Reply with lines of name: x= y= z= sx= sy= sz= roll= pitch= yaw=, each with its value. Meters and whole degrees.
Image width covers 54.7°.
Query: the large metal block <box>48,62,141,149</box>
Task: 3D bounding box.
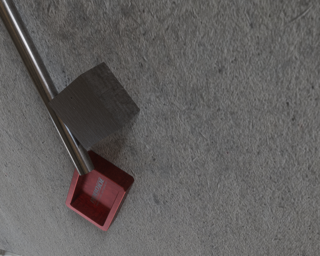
large metal block: x=-0.088 y=-0.029 z=0.418 sx=0.080 sy=0.050 sz=0.080 roll=-28 pitch=103 yaw=37

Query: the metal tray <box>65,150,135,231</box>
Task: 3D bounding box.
metal tray: x=-0.105 y=0.109 z=0.523 sx=0.090 sy=0.030 sz=0.129 roll=32 pitch=128 yaw=7

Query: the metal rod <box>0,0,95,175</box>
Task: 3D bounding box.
metal rod: x=-0.166 y=-0.069 z=0.429 sx=0.025 sy=0.025 sz=0.299 roll=-14 pitch=106 yaw=33
